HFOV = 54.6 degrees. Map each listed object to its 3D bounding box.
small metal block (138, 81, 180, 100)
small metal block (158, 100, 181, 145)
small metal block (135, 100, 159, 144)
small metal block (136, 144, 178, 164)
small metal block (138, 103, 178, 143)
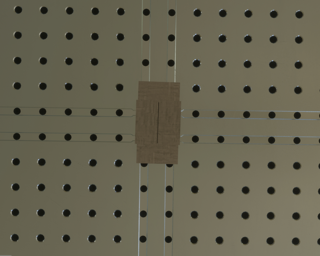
[{"bbox_3d":[-0.001,-0.044,0.400,0.050,0.050,0.025,2,90,0],"label":"small metal block"},{"bbox_3d":[0.011,-0.006,0.376,0.025,0.050,0.050,2,90,1],"label":"small metal block"},{"bbox_3d":[-0.015,-0.007,0.375,0.025,0.050,0.050,2,90,0],"label":"small metal block"},{"bbox_3d":[-0.003,0.031,0.400,0.050,0.050,0.025,2,90,0],"label":"small metal block"},{"bbox_3d":[-0.003,-0.007,0.413,0.050,0.025,0.050,2,90,1],"label":"small metal block"}]
